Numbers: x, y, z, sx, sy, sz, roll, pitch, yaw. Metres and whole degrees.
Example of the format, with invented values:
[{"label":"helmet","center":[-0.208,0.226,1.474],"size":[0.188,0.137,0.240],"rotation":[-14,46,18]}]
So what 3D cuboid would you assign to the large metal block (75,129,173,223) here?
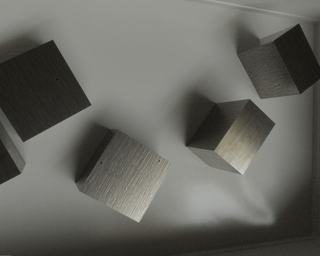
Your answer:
[{"label":"large metal block","center":[-0.045,0.056,0.382],"size":[0.080,0.050,0.080],"rotation":[34,79,-17]}]

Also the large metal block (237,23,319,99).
[{"label":"large metal block","center":[0.171,-0.092,0.446],"size":[0.050,0.080,0.080],"rotation":[-35,102,-17]}]

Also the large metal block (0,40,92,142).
[{"label":"large metal block","center":[-0.136,-0.040,0.347],"size":[0.080,0.050,0.080],"rotation":[-32,101,-17]}]

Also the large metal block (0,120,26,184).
[{"label":"large metal block","center":[-0.183,0.019,0.314],"size":[0.050,0.080,0.080],"rotation":[-30,100,-18]}]

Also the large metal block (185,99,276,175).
[{"label":"large metal block","center":[0.092,0.010,0.417],"size":[0.050,0.080,0.080],"rotation":[40,77,-16]}]
